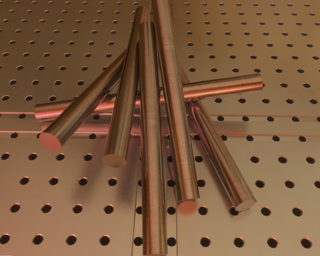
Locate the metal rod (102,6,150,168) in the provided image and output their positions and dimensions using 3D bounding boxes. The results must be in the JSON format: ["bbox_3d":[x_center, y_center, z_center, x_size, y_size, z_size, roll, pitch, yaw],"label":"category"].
[{"bbox_3d":[-0.038,-0.079,0.420,0.025,0.025,0.300,3,49,2],"label":"metal rod"}]

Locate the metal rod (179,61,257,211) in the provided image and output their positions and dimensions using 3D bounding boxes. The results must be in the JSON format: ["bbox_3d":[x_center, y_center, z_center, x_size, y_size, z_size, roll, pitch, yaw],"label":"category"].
[{"bbox_3d":[0.049,-0.025,0.429,0.025,0.025,0.300,-13,51,-11],"label":"metal rod"}]

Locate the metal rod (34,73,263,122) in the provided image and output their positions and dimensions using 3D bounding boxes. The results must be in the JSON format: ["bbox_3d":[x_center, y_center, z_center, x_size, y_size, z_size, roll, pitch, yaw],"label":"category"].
[{"bbox_3d":[-0.017,-0.040,0.418,0.301,0.025,0.025,-8,50,3],"label":"metal rod"}]

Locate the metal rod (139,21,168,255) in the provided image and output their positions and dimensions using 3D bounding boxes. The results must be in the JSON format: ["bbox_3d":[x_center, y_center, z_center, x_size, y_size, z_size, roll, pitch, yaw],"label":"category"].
[{"bbox_3d":[-0.011,-0.009,0.372,0.025,0.025,0.299,-2,63,-2],"label":"metal rod"}]

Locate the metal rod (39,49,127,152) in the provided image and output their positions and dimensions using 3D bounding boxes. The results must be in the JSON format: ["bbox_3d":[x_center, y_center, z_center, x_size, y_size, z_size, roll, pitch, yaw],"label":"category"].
[{"bbox_3d":[-0.066,-0.073,0.430,0.025,0.025,0.301,14,40,12],"label":"metal rod"}]

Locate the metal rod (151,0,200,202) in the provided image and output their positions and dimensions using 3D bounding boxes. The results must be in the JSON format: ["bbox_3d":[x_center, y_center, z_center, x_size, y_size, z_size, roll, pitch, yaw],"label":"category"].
[{"bbox_3d":[0.015,-0.060,0.394,0.025,0.025,0.299,-5,70,-5],"label":"metal rod"}]
